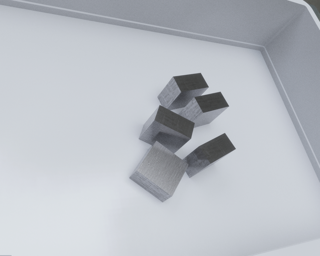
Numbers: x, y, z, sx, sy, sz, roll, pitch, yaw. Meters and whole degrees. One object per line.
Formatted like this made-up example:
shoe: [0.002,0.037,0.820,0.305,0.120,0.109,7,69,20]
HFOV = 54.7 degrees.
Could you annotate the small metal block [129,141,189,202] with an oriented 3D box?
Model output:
small metal block: [-0.001,0.052,0.375,0.050,0.025,0.050,37,51,-4]

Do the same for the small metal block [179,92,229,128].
small metal block: [0.060,-0.024,0.439,0.050,0.050,0.025,-15,70,-34]

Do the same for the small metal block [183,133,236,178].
small metal block: [0.061,0.036,0.403,0.050,0.050,0.025,-23,74,-36]

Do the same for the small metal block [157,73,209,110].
small metal block: [0.032,-0.051,0.440,0.050,0.050,0.025,-14,69,-34]

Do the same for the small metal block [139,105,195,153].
small metal block: [0.008,0.004,0.393,0.050,0.050,0.025,27,52,-12]
